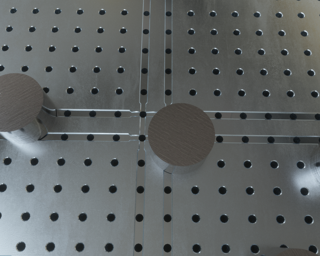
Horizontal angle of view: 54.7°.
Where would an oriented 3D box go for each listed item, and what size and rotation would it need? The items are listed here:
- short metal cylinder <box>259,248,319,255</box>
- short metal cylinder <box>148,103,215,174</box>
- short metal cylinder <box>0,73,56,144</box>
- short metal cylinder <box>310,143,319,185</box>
[{"bbox_3d":[0.144,0.173,0.337,0.081,0.050,0.080,0,70,0],"label":"short metal cylinder"},{"bbox_3d":[0.026,0.015,0.393,0.081,0.050,0.080,0,70,0],"label":"short metal cylinder"},{"bbox_3d":[-0.185,-0.024,0.405,0.081,0.050,0.080,0,70,0],"label":"short metal cylinder"},{"bbox_3d":[0.240,0.043,0.386,0.081,0.050,0.080,0,70,0],"label":"short metal cylinder"}]
